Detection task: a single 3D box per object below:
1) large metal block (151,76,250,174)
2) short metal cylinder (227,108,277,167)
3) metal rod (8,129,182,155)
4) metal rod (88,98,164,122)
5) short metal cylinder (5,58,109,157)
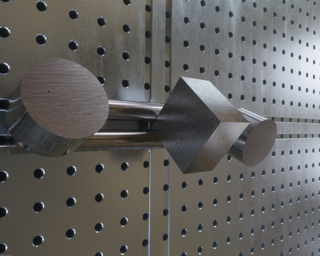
[{"bbox_3d":[0.044,-0.003,0.372,0.050,0.080,0.079,1,132,-40],"label":"large metal block"},{"bbox_3d":[0.139,0.014,0.492,0.081,0.050,0.079,-19,123,-31],"label":"short metal cylinder"},{"bbox_3d":[-0.024,0.014,0.389,0.302,0.025,0.025,1,90,-40],"label":"metal rod"},{"bbox_3d":[0.034,-0.020,0.437,0.302,0.025,0.025,1,90,-40],"label":"metal rod"},{"bbox_3d":[-0.096,-0.018,0.293,0.080,0.050,0.080,20,56,-31],"label":"short metal cylinder"}]
